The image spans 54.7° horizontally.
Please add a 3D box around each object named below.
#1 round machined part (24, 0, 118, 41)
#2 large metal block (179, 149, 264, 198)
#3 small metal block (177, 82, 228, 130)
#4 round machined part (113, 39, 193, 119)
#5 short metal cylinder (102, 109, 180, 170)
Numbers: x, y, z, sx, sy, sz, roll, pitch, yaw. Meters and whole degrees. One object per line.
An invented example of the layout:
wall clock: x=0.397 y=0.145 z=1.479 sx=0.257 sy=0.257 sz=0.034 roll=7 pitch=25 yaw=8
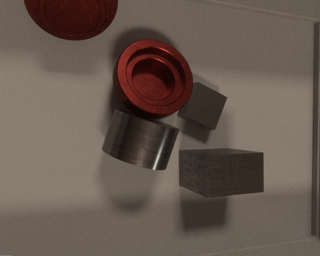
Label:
round machined part: x=-0.095 y=-0.136 z=0.336 sx=0.099 sy=0.097 sz=0.042 roll=1 pitch=48 yaw=-21
large metal block: x=0.079 y=0.056 z=0.412 sx=0.081 sy=0.080 sz=0.050 roll=-1 pitch=91 yaw=-20
small metal block: x=0.059 y=-0.030 z=0.434 sx=0.050 sy=0.025 sz=0.050 roll=24 pitch=82 yaw=-19
round machined part: x=-0.011 y=-0.058 z=0.390 sx=0.099 sy=0.042 sz=0.098 roll=6 pitch=74 yaw=-21
short metal cylinder: x=-0.023 y=0.012 z=0.370 sx=0.081 sy=0.080 sz=0.050 roll=17 pitch=94 yaw=-20
